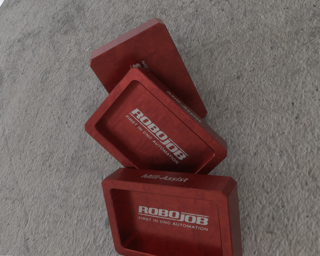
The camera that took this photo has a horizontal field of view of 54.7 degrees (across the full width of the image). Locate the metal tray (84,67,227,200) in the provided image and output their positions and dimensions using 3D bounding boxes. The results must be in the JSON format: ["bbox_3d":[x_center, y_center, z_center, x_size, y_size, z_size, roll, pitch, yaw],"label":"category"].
[{"bbox_3d":[-0.004,0.009,0.333,0.130,0.030,0.090,43,107,0],"label":"metal tray"}]

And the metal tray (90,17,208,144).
[{"bbox_3d":[-0.010,-0.050,0.367,0.090,0.130,0.030,-27,31,6],"label":"metal tray"}]

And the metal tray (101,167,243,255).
[{"bbox_3d":[0.010,0.090,0.304,0.130,0.089,0.030,0,18,28],"label":"metal tray"}]

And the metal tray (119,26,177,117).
[{"bbox_3d":[-0.021,-0.077,0.437,0.090,0.030,0.130,-39,47,32],"label":"metal tray"}]
